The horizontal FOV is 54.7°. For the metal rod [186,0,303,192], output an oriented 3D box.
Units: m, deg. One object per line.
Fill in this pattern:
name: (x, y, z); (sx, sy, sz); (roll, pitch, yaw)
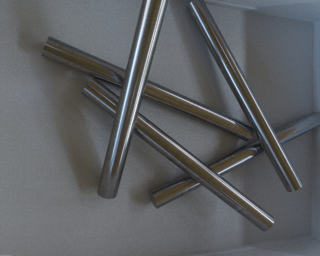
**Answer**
metal rod: (0.121, -0.044, 0.439); (0.025, 0.025, 0.299); (-31, 94, -18)

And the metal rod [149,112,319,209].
metal rod: (0.123, 0.040, 0.457); (0.302, 0.025, 0.025); (-23, 98, -19)

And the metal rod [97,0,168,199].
metal rod: (-0.027, -0.052, 0.338); (0.025, 0.025, 0.298); (9, 112, -20)

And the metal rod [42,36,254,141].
metal rod: (-0.001, -0.044, 0.411); (0.302, 0.025, 0.025); (21, 83, -19)

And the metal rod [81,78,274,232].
metal rod: (0.029, 0.039, 0.401); (0.301, 0.025, 0.025); (38, 78, -8)
